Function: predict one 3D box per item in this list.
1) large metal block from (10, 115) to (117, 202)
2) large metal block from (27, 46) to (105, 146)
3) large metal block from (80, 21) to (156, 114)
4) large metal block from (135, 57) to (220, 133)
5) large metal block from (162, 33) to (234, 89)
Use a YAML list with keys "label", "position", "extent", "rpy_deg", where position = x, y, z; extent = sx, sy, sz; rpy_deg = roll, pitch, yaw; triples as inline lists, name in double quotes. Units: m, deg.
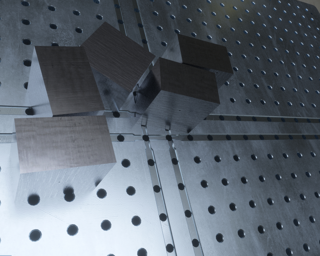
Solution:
- label: "large metal block"
  position: [-0.098, 0.030, 0.302]
  extent: [0.081, 0.080, 0.050]
  rpy_deg: [-3, 64, -30]
- label: "large metal block"
  position: [-0.106, -0.031, 0.335]
  extent: [0.050, 0.080, 0.080]
  rpy_deg: [-8, 66, -32]
- label: "large metal block"
  position: [-0.064, -0.080, 0.407]
  extent: [0.080, 0.050, 0.080]
  rpy_deg: [33, 51, -7]
- label: "large metal block"
  position: [0.020, -0.039, 0.409]
  extent: [0.081, 0.080, 0.050]
  rpy_deg: [11, 57, -23]
- label: "large metal block"
  position: [0.045, -0.081, 0.449]
  extent: [0.081, 0.080, 0.050]
  rpy_deg: [7, 59, -25]
